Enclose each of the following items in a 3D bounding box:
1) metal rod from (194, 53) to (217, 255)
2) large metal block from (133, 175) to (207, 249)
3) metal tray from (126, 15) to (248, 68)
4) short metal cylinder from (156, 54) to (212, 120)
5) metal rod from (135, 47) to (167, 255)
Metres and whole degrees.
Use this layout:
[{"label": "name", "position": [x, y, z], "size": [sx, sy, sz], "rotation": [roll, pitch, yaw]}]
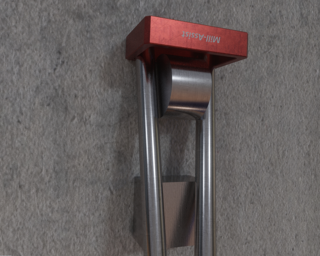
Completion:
[{"label": "metal rod", "position": [0.056, 0.046, 0.383], "size": [0.025, 0.025, 0.299], "rotation": [9, 72, -20]}, {"label": "large metal block", "position": [0.011, 0.105, 0.400], "size": [0.081, 0.050, 0.079], "rotation": [2, 90, -20]}, {"label": "metal tray", "position": [0.031, -0.102, 0.388], "size": [0.131, 0.090, 0.030], "rotation": [2, 90, -20]}, {"label": "short metal cylinder", "position": [0.023, -0.050, 0.391], "size": [0.050, 0.080, 0.079], "rotation": [2, 90, -21]}, {"label": "metal rod", "position": [-0.011, 0.042, 0.359], "size": [0.025, 0.025, 0.299], "rotation": [2, 74, -20]}]
